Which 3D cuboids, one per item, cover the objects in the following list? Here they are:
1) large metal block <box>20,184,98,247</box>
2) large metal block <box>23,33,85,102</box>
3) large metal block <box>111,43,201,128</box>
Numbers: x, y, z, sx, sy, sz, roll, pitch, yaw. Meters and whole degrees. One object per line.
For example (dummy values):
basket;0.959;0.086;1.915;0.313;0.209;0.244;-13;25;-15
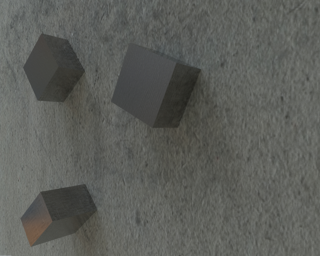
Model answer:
large metal block;-0.163;0.139;0.501;0.080;0.081;0.050;-48;62;29
large metal block;-0.186;-0.102;0.539;0.080;0.050;0.080;-46;63;30
large metal block;-0.007;-0.053;0.393;0.080;0.050;0.079;32;110;35
